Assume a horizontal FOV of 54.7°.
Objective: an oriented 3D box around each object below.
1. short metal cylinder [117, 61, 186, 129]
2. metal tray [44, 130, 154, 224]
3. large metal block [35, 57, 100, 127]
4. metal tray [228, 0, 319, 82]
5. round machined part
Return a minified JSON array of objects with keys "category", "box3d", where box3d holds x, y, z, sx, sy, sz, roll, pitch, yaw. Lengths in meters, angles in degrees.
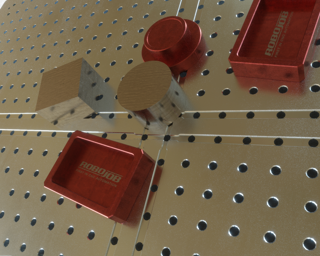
[{"category":"short metal cylinder","box3d":[-0.011,-0.045,0.426,0.080,0.050,0.080,-13,56,21]},{"category":"metal tray","box3d":[-0.084,0.060,0.412,0.130,0.030,0.090,13,68,33]},{"category":"large metal block","box3d":[-0.148,-0.057,0.505,0.080,0.050,0.080,-16,55,19]},{"category":"metal tray","box3d":[0.154,-0.124,0.400,0.090,0.030,0.130,13,68,33]},{"category":"round machined part","box3d":[0.015,-0.130,0.469,0.098,0.042,0.098,-13,56,21]}]
